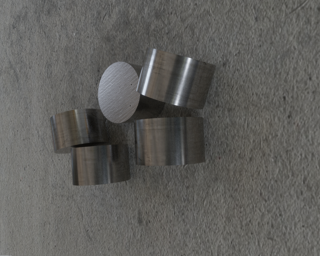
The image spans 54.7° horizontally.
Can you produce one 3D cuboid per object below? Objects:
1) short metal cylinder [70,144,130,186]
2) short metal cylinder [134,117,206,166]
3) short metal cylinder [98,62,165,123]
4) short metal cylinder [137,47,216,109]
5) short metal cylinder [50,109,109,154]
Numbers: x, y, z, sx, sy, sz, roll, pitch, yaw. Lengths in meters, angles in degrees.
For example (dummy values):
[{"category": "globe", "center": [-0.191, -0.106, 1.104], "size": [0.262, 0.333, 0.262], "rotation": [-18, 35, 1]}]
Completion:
[{"category": "short metal cylinder", "center": [-0.084, 0.051, 0.439], "size": [0.080, 0.081, 0.050], "rotation": [-8, 85, 40]}, {"category": "short metal cylinder", "center": [0.011, 0.015, 0.360], "size": [0.080, 0.081, 0.050], "rotation": [-4, 88, 40]}, {"category": "short metal cylinder", "center": [-0.038, -0.046, 0.421], "size": [0.080, 0.050, 0.080], "rotation": [0, 90, 40]}, {"category": "short metal cylinder", "center": [0.018, -0.057, 0.354], "size": [0.080, 0.081, 0.050], "rotation": [25, 106, 37]}, {"category": "short metal cylinder", "center": [-0.122, 0.006, 0.470], "size": [0.080, 0.081, 0.050], "rotation": [-19, 78, 38]}]
